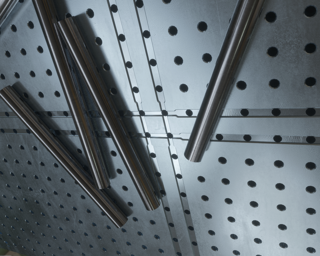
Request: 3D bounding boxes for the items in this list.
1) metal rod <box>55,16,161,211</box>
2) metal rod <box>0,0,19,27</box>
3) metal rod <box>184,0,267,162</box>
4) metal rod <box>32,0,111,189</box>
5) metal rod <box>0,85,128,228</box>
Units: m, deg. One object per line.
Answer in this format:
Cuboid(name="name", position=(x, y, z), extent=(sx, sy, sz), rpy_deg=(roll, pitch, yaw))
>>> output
Cuboid(name="metal rod", position=(-0.065, -0.006, 0.439), extent=(0.025, 0.025, 0.299), rpy_deg=(-10, 114, 32))
Cuboid(name="metal rod", position=(-0.223, -0.160, 0.426), extent=(0.299, 0.025, 0.025), rpy_deg=(-28, 103, 37))
Cuboid(name="metal rod", position=(0.075, -0.079, 0.321), extent=(0.025, 0.025, 0.298), rpy_deg=(25, 127, 13))
Cuboid(name="metal rod", position=(-0.121, -0.037, 0.450), extent=(0.025, 0.025, 0.298), rpy_deg=(3, 120, 26))
Cuboid(name="metal rod", position=(-0.159, 0.053, 0.525), extent=(0.025, 0.025, 0.300), rpy_deg=(-32, 101, 38))
